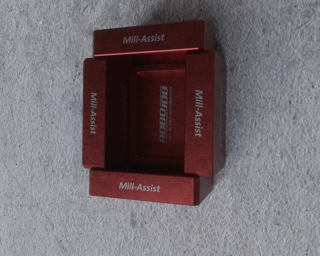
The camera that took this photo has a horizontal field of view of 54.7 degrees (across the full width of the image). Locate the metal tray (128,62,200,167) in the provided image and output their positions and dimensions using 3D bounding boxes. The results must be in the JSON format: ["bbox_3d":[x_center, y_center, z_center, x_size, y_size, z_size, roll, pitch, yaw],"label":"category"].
[{"bbox_3d":[0.007,-0.017,0.404,0.090,0.030,0.129,1,90,19],"label":"metal tray"}]

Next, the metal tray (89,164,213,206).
[{"bbox_3d":[-0.007,0.063,0.377,0.130,0.090,0.030,1,91,19],"label":"metal tray"}]

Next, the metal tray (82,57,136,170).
[{"bbox_3d":[-0.060,-0.017,0.395,0.030,0.090,0.129,1,90,20],"label":"metal tray"}]

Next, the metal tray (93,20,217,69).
[{"bbox_3d":[-0.003,-0.096,0.375,0.130,0.090,0.030,1,91,19],"label":"metal tray"}]

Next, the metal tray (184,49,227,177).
[{"bbox_3d":[0.055,-0.015,0.355,0.030,0.090,0.129,1,90,20],"label":"metal tray"}]
